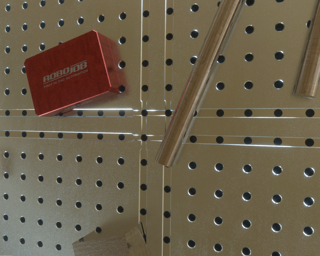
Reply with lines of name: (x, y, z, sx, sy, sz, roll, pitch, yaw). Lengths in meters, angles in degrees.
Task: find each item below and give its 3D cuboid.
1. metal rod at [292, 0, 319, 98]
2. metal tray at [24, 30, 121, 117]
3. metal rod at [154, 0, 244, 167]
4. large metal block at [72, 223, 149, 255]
metal rod: (0.198, -0.182, 0.343, 0.025, 0.025, 0.298, 14, 95, 19)
metal tray: (-0.130, -0.076, 0.454, 0.130, 0.030, 0.090, -16, 85, 18)
metal rod: (0.061, -0.090, 0.390, 0.025, 0.025, 0.298, 25, 98, 18)
large metal block: (-0.062, 0.182, 0.420, 0.080, 0.050, 0.080, -16, 85, 19)
